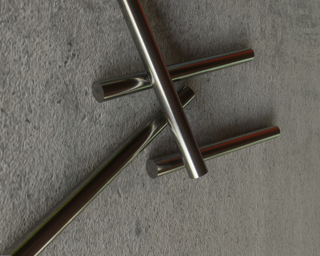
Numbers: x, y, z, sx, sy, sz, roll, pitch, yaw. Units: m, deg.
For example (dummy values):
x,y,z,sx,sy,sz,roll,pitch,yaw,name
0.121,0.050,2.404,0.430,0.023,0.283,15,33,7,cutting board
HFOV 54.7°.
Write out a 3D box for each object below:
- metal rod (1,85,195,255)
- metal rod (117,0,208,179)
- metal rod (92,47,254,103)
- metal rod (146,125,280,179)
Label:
x,y,z,sx,sy,sz,roll,pitch,yaw,name
-0.053,0.041,0.362,0.301,0.025,0.025,-45,117,-31,metal rod
-0.008,-0.080,0.369,0.025,0.025,0.299,-27,98,-37,metal rod
0.041,-0.083,0.441,0.302,0.025,0.025,-21,104,-38,metal rod
0.104,0.030,0.494,0.302,0.025,0.025,-11,98,-40,metal rod
